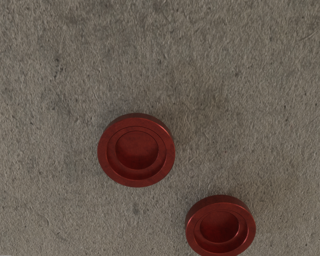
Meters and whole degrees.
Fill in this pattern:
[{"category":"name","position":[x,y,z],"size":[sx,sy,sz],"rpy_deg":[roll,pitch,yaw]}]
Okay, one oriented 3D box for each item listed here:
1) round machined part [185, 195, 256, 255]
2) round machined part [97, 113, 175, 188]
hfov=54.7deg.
[{"category":"round machined part","position":[0.085,0.139,0.452],"size":[0.099,0.042,0.097],"rpy_deg":[0,110,0]},{"category":"round machined part","position":[-0.030,0.026,0.410],"size":[0.099,0.042,0.097],"rpy_deg":[0,110,0]}]
